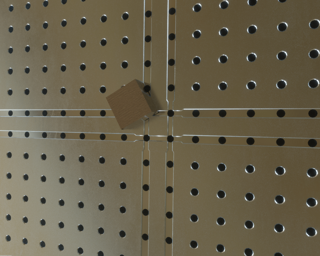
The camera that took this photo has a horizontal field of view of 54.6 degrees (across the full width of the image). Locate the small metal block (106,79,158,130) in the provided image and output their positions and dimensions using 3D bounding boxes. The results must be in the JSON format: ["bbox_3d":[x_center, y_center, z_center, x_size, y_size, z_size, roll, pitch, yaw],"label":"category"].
[{"bbox_3d":[-0.038,-0.032,0.427,0.050,0.025,0.050,-30,80,17],"label":"small metal block"}]
